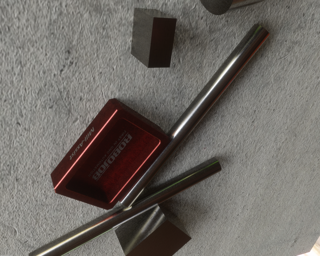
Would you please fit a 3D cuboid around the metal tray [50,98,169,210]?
[{"bbox_3d":[-0.062,0.037,0.393,0.090,0.030,0.130,33,100,-39],"label":"metal tray"}]

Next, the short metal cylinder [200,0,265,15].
[{"bbox_3d":[0.074,-0.162,0.313,0.050,0.080,0.080,-23,127,-15],"label":"short metal cylinder"}]

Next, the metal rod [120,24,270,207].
[{"bbox_3d":[0.040,-0.011,0.423,0.025,0.025,0.299,32,100,-39],"label":"metal rod"}]

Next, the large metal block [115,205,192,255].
[{"bbox_3d":[-0.010,0.170,0.492,0.080,0.050,0.080,-42,130,0],"label":"large metal block"}]

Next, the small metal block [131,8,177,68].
[{"bbox_3d":[-0.008,-0.096,0.328,0.025,0.050,0.050,-7,122,-26],"label":"small metal block"}]

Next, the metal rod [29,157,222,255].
[{"bbox_3d":[-0.042,0.121,0.460,0.302,0.025,0.025,-25,128,-13],"label":"metal rod"}]
